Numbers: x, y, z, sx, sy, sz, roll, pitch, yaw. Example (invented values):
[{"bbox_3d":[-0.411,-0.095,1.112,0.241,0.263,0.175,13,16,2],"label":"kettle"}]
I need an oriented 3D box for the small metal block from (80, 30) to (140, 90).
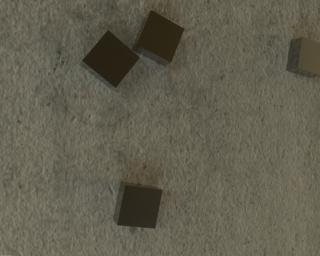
[{"bbox_3d":[-0.063,-0.084,0.386,0.050,0.025,0.050,39,77,-16],"label":"small metal block"}]

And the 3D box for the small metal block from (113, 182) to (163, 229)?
[{"bbox_3d":[-0.029,0.099,0.400,0.050,0.025,0.050,12,86,-20],"label":"small metal block"}]

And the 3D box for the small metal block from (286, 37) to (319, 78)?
[{"bbox_3d":[0.235,-0.113,0.498,0.050,0.025,0.050,12,86,-20],"label":"small metal block"}]

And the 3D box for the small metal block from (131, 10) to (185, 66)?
[{"bbox_3d":[-0.003,-0.117,0.409,0.050,0.025,0.050,24,82,-19],"label":"small metal block"}]
